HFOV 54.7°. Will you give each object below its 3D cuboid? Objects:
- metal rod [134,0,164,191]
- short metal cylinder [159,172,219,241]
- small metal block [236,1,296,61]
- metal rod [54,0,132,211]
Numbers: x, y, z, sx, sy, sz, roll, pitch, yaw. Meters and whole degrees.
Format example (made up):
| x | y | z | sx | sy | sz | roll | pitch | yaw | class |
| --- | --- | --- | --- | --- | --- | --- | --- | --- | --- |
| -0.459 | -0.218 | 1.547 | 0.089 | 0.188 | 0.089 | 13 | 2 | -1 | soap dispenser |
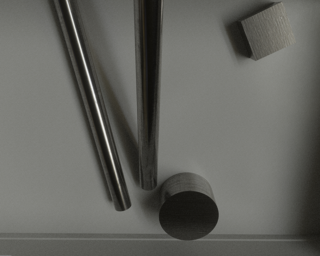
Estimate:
| x | y | z | sx | sy | sz | roll | pitch | yaw | class |
| --- | --- | --- | --- | --- | --- | --- | --- | --- | --- |
| -0.012 | -0.026 | 0.337 | 0.025 | 0.025 | 0.298 | 1 | 135 | -1 | metal rod |
| 0.039 | 0.110 | 0.439 | 0.081 | 0.050 | 0.079 | 0 | 110 | -1 | short metal cylinder |
| 0.126 | -0.115 | 0.371 | 0.050 | 0.025 | 0.050 | -24 | 109 | 8 | small metal block |
| -0.083 | -0.023 | 0.401 | 0.025 | 0.025 | 0.298 | -11 | 110 | 3 | metal rod |
